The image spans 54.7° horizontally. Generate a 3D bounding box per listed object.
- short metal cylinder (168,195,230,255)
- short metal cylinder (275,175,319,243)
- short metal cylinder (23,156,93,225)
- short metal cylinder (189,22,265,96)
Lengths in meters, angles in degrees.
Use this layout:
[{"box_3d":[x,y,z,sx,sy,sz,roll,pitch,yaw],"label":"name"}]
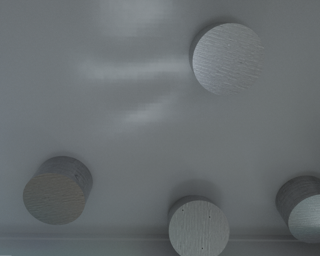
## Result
[{"box_3d":[0.051,0.138,0.434,0.081,0.050,0.080,0,86,-1],"label":"short metal cylinder"},{"box_3d":[0.214,0.115,0.442,0.081,0.050,0.079,0,110,0],"label":"short metal cylinder"},{"box_3d":[-0.138,0.085,0.428,0.081,0.050,0.079,0,110,0],"label":"short metal cylinder"},{"box_3d":[0.077,-0.083,0.368,0.081,0.050,0.079,0,110,0],"label":"short metal cylinder"}]
